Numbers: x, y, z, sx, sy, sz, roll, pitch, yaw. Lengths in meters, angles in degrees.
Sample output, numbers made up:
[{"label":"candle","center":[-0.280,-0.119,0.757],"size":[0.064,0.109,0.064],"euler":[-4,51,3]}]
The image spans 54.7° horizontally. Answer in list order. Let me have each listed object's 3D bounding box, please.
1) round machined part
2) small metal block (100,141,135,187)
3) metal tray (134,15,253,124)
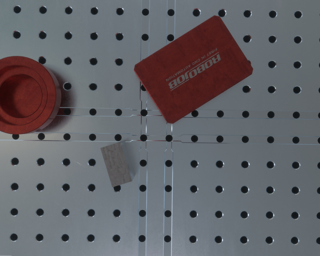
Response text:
[{"label":"round machined part","center":[-0.177,-0.041,0.403],"size":[0.099,0.042,0.097],"euler":[0,90,0]},{"label":"small metal block","center":[-0.053,0.044,0.401],"size":[0.025,0.050,0.050],"euler":[-17,90,0]},{"label":"metal tray","center":[0.043,-0.075,0.411],"size":[0.130,0.030,0.090],"euler":[-32,90,0]}]
